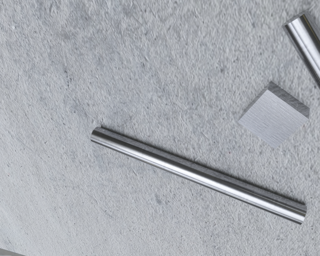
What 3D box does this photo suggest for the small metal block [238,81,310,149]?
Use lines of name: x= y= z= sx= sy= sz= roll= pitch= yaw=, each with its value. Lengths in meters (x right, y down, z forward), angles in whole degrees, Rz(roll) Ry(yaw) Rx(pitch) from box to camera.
small metal block: x=0.122 y=-0.014 z=0.334 sx=0.050 sy=0.025 sz=0.050 roll=37 pitch=129 yaw=3

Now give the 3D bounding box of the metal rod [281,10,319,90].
metal rod: x=0.209 y=0.019 z=0.308 sx=0.025 sy=0.025 sz=0.299 roll=-28 pitch=103 yaw=37

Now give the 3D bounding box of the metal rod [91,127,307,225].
metal rod: x=0.040 y=0.058 z=0.421 sx=0.301 sy=0.025 sz=0.025 roll=20 pitch=126 yaw=16
